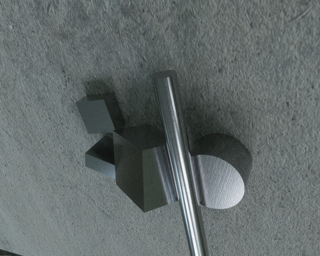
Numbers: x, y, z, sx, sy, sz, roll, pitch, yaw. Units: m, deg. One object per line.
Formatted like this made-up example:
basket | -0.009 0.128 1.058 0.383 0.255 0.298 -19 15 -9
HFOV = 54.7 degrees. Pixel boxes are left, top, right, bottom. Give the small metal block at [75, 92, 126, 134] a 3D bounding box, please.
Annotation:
small metal block | -0.083 -0.020 0.436 0.050 0.025 0.050 -3 117 29

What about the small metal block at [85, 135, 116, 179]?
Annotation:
small metal block | -0.073 0.041 0.453 0.050 0.050 0.025 20 126 16

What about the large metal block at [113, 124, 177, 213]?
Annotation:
large metal block | -0.019 0.047 0.396 0.080 0.050 0.079 27 123 54

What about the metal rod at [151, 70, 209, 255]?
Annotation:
metal rod | 0.033 0.078 0.371 0.025 0.025 0.298 2 120 27

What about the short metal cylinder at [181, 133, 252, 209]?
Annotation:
short metal cylinder | 0.070 0.053 0.386 0.080 0.050 0.079 13 124 20
